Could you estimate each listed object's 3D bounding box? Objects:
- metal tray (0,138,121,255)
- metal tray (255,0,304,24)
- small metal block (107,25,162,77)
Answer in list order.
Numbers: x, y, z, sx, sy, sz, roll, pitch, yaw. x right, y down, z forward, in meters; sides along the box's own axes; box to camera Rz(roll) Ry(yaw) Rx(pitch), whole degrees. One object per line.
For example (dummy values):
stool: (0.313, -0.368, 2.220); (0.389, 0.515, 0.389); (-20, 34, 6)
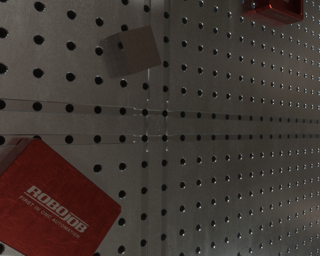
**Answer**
metal tray: (-0.111, 0.083, 0.314); (0.130, 0.030, 0.090); (49, 61, -29)
metal tray: (0.236, -0.263, 0.606); (0.131, 0.030, 0.089); (-3, 92, -40)
small metal block: (-0.030, -0.096, 0.385); (0.050, 0.025, 0.050); (-27, 107, -37)
